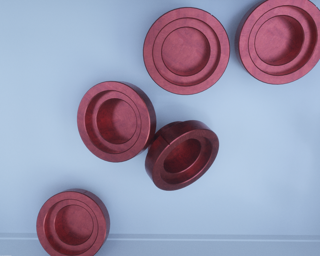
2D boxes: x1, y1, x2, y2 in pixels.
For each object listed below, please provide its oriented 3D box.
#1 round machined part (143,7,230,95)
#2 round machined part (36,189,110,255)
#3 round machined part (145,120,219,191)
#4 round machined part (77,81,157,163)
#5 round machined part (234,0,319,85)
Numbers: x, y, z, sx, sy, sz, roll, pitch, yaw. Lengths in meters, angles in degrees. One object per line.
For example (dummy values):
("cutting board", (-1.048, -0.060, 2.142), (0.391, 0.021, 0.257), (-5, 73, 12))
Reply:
("round machined part", (0.030, -0.092, 0.369), (0.099, 0.042, 0.097), (0, 110, 0))
("round machined part", (-0.118, 0.134, 0.439), (0.099, 0.042, 0.097), (0, 89, 6))
("round machined part", (0.024, 0.030, 0.397), (0.099, 0.042, 0.097), (-20, 133, -22))
("round machined part", (-0.050, -0.009, 0.386), (0.098, 0.042, 0.097), (3, 98, 20))
("round machined part", (0.137, -0.104, 0.365), (0.099, 0.042, 0.097), (0, 110, 0))
